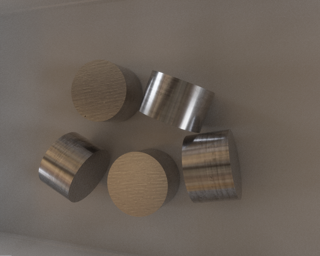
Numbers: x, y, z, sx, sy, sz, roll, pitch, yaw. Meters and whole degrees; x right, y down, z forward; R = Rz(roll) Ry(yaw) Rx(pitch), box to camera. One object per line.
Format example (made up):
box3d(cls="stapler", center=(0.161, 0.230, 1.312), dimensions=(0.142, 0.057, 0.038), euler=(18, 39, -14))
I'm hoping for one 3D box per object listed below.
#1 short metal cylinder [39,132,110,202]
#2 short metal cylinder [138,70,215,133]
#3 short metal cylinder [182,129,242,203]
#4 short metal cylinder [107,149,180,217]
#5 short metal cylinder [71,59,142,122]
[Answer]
box3d(cls="short metal cylinder", center=(-0.113, 0.052, 0.417), dimensions=(0.050, 0.080, 0.080), euler=(29, 99, 17))
box3d(cls="short metal cylinder", center=(0.020, -0.032, 0.373), dimensions=(0.080, 0.080, 0.050), euler=(23, 98, 18))
box3d(cls="short metal cylinder", center=(0.062, 0.044, 0.357), dimensions=(0.050, 0.080, 0.080), euler=(-10, 87, 19))
box3d(cls="short metal cylinder", center=(-0.020, 0.068, 0.402), dimensions=(0.080, 0.050, 0.079), euler=(0, 90, 19))
box3d(cls="short metal cylinder", center=(-0.071, -0.048, 0.419), dimensions=(0.080, 0.050, 0.079), euler=(0, 90, 19))
